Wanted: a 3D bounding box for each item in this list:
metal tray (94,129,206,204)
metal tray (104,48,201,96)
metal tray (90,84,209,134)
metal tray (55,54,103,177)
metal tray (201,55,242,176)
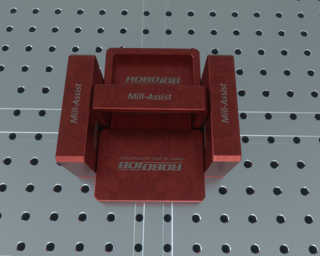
[{"bbox_3d":[-0.012,0.048,0.390,0.131,0.030,0.090,1,70,0],"label":"metal tray"},{"bbox_3d":[-0.010,-0.065,0.433,0.131,0.030,0.090,1,70,0],"label":"metal tray"},{"bbox_3d":[-0.012,-0.020,0.382,0.131,0.090,0.030,1,70,0],"label":"metal tray"},{"bbox_3d":[-0.092,-0.012,0.380,0.030,0.090,0.130,1,70,0],"label":"metal tray"},{"bbox_3d":[0.070,-0.013,0.382,0.030,0.090,0.130,1,70,0],"label":"metal tray"}]
